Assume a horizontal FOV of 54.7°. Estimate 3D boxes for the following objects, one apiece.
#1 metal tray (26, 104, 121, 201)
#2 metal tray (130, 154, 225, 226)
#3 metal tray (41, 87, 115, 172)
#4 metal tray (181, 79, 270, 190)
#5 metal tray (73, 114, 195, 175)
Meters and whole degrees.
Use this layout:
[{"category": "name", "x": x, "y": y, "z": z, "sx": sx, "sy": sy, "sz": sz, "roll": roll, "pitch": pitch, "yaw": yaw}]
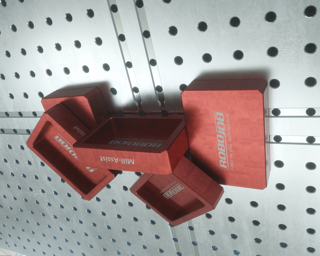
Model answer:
[{"category": "metal tray", "x": -0.126, "y": 0.038, "z": 0.455, "sx": 0.130, "sy": 0.030, "sz": 0.090, "roll": 44, "pitch": 128, "yaw": -3}, {"category": "metal tray", "x": 0.017, "y": 0.086, "z": 0.427, "sx": 0.090, "sy": 0.030, "sz": 0.129, "roll": 39, "pitch": 146, "yaw": 0}, {"category": "metal tray", "x": -0.115, "y": 0.006, "z": 0.470, "sx": 0.090, "sy": 0.030, "sz": 0.129, "roll": -1, "pitch": 119, "yaw": 28}, {"category": "metal tray", "x": 0.081, "y": 0.009, "z": 0.369, "sx": 0.090, "sy": 0.030, "sz": 0.129, "roll": 3, "pitch": 120, "yaw": 26}, {"category": "metal tray", "x": -0.031, "y": 0.016, "z": 0.393, "sx": 0.130, "sy": 0.090, "sz": 0.030, "roll": 2, "pitch": 119, "yaw": 27}]
